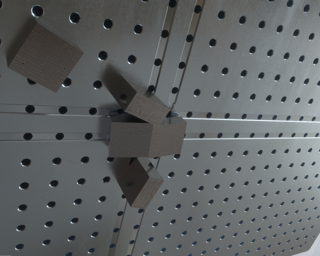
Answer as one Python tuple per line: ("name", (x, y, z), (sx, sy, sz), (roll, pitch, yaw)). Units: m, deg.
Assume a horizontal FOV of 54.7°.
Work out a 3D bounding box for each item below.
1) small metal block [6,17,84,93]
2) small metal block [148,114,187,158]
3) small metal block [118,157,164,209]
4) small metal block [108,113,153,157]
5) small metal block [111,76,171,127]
("small metal block", (-0.113, -0.071, 0.306), (0.050, 0.025, 0.050), (30, 101, -38))
("small metal block", (0.005, 0.011, 0.422), (0.050, 0.025, 0.050), (-6, 121, -26))
("small metal block", (-0.027, 0.075, 0.428), (0.025, 0.050, 0.050), (22, 107, -37))
("small metal block", (-0.038, 0.009, 0.390), (0.050, 0.025, 0.050), (2, 119, -14))
("small metal block", (-0.024, -0.031, 0.364), (0.050, 0.050, 0.025), (25, 105, -37))
